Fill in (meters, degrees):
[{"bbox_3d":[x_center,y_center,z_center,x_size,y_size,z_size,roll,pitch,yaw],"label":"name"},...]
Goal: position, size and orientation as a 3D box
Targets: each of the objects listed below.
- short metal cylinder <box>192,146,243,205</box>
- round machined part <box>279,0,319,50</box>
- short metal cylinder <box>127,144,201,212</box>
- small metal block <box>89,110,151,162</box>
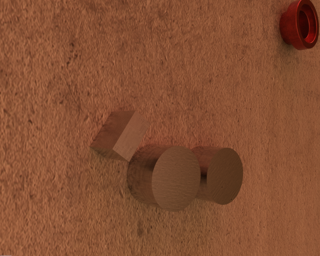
[{"bbox_3d":[0.076,0.067,0.452,0.081,0.050,0.080,0,90,-40],"label":"short metal cylinder"},{"bbox_3d":[0.279,-0.206,0.626,0.099,0.042,0.097,0,90,-40],"label":"round machined part"},{"bbox_3d":[0.005,0.061,0.393,0.081,0.050,0.080,0,90,-40],"label":"short metal cylinder"},{"bbox_3d":[-0.045,0.008,0.350,0.025,0.050,0.050,43,64,-32],"label":"small metal block"}]
